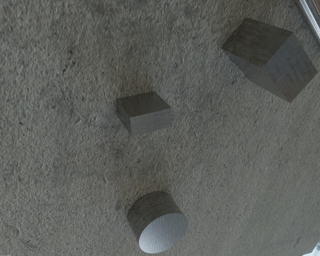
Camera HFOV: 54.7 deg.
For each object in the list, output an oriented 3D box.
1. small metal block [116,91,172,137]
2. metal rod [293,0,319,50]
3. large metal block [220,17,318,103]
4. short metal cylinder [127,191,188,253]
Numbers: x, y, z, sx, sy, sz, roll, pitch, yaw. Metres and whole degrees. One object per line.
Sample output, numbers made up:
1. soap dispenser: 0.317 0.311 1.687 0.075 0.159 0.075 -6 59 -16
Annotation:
1. small metal block: -0.020 -0.018 0.369 0.050 0.050 0.025 -15 125 -20
2. metal rod: 0.175 -0.179 0.391 0.301 0.025 0.025 34 99 -39
3. large metal block: 0.137 -0.086 0.393 0.080 0.080 0.050 34 99 -39
4. short metal cylinder: -0.004 0.145 0.478 0.081 0.050 0.079 -14 124 -21
